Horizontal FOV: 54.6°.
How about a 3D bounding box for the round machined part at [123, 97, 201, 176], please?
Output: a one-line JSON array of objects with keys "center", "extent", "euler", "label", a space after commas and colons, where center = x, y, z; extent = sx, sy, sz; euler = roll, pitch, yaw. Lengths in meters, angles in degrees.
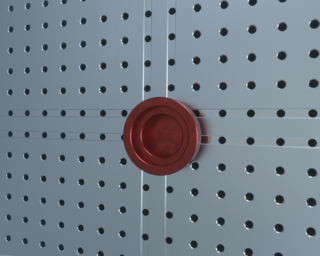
[{"center": [0.006, 0.010, 0.402], "extent": [0.098, 0.042, 0.097], "euler": [0, 90, 20], "label": "round machined part"}]
